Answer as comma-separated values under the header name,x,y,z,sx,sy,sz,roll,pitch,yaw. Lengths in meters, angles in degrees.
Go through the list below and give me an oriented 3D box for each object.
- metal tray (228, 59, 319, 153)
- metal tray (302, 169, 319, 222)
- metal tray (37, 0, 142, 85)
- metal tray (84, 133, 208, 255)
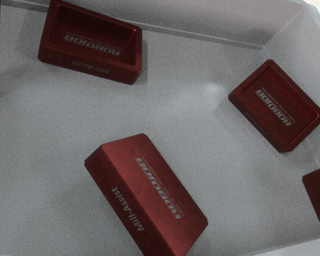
name,x,y,z,sx,sy,sz,roll,pitch,yaw
metal tray,0.188,-0.035,0.501,0.090,0.030,0.130,-41,85,-10
metal tray,0.276,0.089,0.436,0.030,0.129,0.090,1,61,-28
metal tray,-0.091,-0.117,0.425,0.131,0.030,0.090,12,57,-22
metal tray,-0.011,0.071,0.330,0.130,0.030,0.090,54,25,10
